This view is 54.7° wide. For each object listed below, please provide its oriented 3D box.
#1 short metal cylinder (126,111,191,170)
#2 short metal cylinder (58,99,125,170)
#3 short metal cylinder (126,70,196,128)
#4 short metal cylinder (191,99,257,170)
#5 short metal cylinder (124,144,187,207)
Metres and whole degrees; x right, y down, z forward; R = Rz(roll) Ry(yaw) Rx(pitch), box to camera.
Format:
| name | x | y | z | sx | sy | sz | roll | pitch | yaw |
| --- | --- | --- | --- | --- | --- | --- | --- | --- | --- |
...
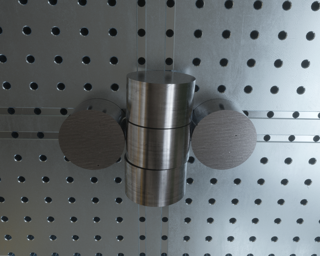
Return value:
| name | x | y | z | sx | sy | sz | roll | pitch | yaw |
| --- | --- | --- | --- | --- | --- | --- | --- | --- | --- |
| short metal cylinder | -0.002 | 0.011 | 0.388 | 0.081 | 0.080 | 0.050 | 2 | 110 | -1 |
| short metal cylinder | -0.083 | 0.007 | 0.401 | 0.081 | 0.050 | 0.079 | 0 | 110 | -1 |
| short metal cylinder | 0.000 | -0.037 | 0.370 | 0.081 | 0.080 | 0.050 | 2 | 110 | -1 |
| short metal cylinder | 0.079 | 0.007 | 0.403 | 0.081 | 0.050 | 0.079 | 0 | 110 | -1 |
| short metal cylinder | -0.006 | 0.059 | 0.405 | 0.081 | 0.080 | 0.050 | 1 | 110 | -1 |
